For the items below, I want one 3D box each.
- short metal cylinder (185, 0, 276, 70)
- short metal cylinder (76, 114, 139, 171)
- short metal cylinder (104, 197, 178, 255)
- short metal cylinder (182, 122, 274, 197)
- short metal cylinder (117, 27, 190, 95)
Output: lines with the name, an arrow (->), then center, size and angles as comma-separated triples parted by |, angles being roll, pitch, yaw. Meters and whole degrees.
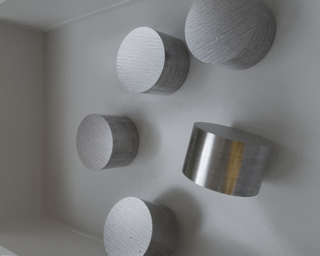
short metal cylinder -> 0.074, -0.104, 0.328 | 0.080, 0.050, 0.079 | 0, 90, 39
short metal cylinder -> -0.077, 0.020, 0.452 | 0.080, 0.050, 0.079 | 0, 90, 39
short metal cylinder -> -0.025, 0.132, 0.394 | 0.080, 0.050, 0.080 | -18, 60, 34
short metal cylinder -> 0.067, 0.029, 0.314 | 0.080, 0.081, 0.050 | 22, 104, 37
short metal cylinder -> -0.009, -0.083, 0.396 | 0.080, 0.050, 0.079 | 0, 90, 39
